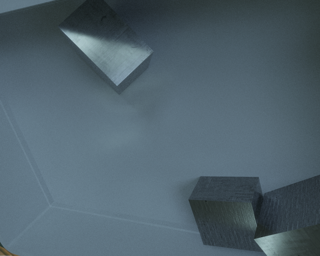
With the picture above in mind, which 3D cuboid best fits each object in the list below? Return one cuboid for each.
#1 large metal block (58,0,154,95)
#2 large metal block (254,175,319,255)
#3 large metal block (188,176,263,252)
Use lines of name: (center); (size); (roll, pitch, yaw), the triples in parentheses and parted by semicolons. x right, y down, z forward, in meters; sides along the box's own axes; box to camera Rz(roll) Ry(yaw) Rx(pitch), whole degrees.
large metal block: (-0.056, -0.086, 0.341); (0.050, 0.080, 0.080); (-45, 94, -5)
large metal block: (0.163, 0.106, 0.353); (0.080, 0.080, 0.050); (-32, 100, 38)
large metal block: (0.094, 0.112, 0.412); (0.080, 0.050, 0.080); (-5, 116, 30)
